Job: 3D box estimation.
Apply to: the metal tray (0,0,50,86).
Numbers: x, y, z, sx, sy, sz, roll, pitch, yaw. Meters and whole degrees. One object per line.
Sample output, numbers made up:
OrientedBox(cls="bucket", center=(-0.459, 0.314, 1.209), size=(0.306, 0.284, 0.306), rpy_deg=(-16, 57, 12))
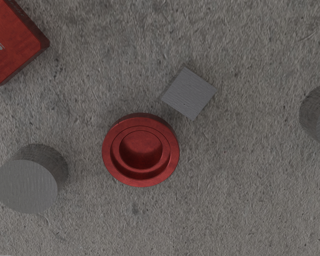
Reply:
OrientedBox(cls="metal tray", center=(-0.208, -0.122, 0.360), size=(0.090, 0.030, 0.130), rpy_deg=(-36, 107, 12))

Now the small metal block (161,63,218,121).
OrientedBox(cls="small metal block", center=(0.036, -0.045, 0.393), size=(0.050, 0.025, 0.050), rpy_deg=(33, 107, -12))

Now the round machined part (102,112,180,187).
OrientedBox(cls="round machined part", center=(-0.024, 0.025, 0.410), size=(0.099, 0.042, 0.097), rpy_deg=(0, 110, 0))

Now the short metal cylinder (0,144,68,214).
OrientedBox(cls="short metal cylinder", center=(-0.172, 0.068, 0.420), size=(0.081, 0.050, 0.079), rpy_deg=(0, 110, 0))

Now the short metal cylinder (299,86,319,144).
OrientedBox(cls="short metal cylinder", center=(0.227, -0.013, 0.394), size=(0.081, 0.050, 0.079), rpy_deg=(0, 110, 0))
